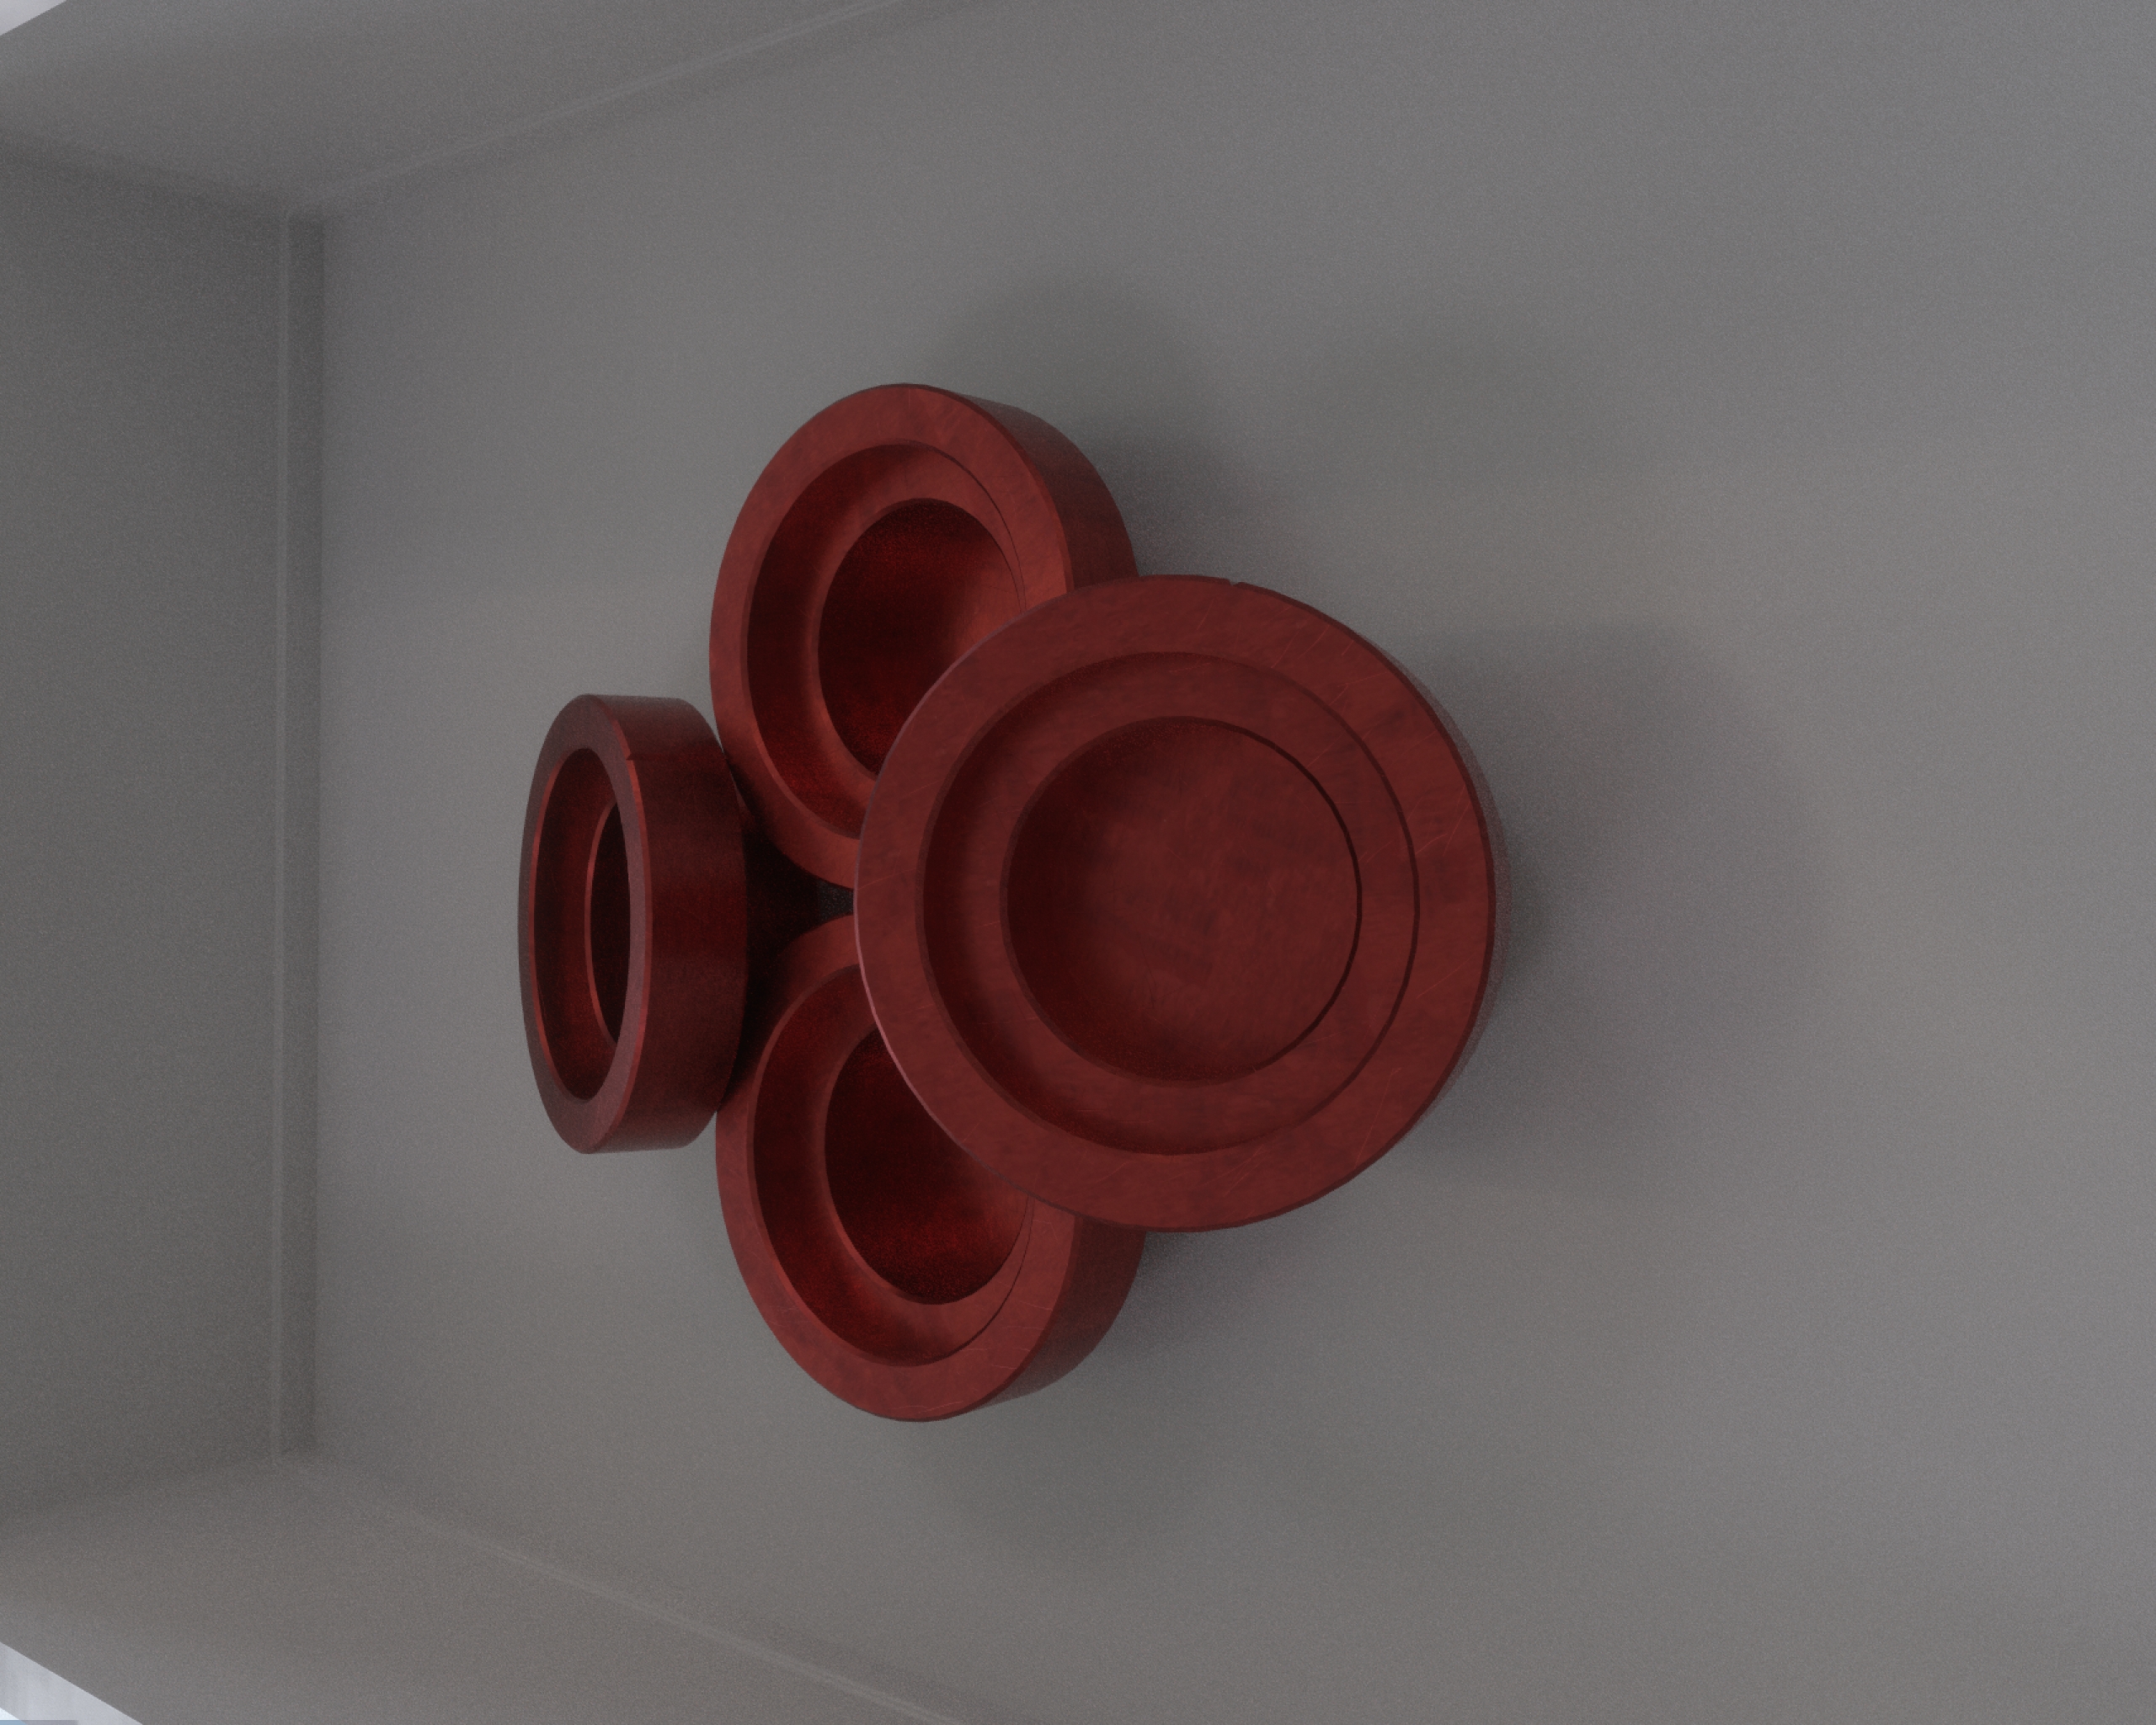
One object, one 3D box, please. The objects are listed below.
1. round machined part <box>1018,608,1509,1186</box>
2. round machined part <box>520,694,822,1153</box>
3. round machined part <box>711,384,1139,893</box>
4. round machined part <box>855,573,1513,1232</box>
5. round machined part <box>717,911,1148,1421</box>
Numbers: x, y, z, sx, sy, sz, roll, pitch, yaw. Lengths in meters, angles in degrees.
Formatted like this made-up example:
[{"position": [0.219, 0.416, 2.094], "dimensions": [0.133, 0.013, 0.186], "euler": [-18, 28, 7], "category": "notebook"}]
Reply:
[{"position": [0.025, 0.006, 0.359], "dimensions": [0.098, 0.042, 0.097], "euler": [0, 89, 17], "category": "round machined part"}, {"position": [-0.088, 0.013, 0.453], "dimensions": [0.098, 0.042, 0.097], "euler": [-1, 88, 61], "category": "round machined part"}, {"position": [-0.025, -0.042, 0.414], "dimensions": [0.098, 0.042, 0.097], "euler": [0, 90, 40], "category": "round machined part"}, {"position": [0.018, 0.006, 0.328], "dimensions": [0.098, 0.042, 0.097], "euler": [0, 90, 18], "category": "round machined part"}, {"position": [-0.023, 0.057, 0.412], "dimensions": [0.098, 0.042, 0.097], "euler": [0, 90, 40], "category": "round machined part"}]
